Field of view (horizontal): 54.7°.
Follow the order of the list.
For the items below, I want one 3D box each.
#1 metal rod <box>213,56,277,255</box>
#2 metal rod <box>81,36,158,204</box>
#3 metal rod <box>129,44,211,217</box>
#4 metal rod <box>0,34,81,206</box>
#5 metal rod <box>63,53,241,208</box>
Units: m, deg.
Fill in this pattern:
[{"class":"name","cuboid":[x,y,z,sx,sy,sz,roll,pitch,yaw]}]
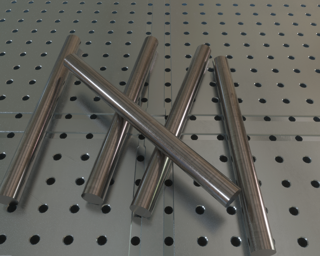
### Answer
[{"class":"metal rod","cuboid":[0.099,0.009,0.401,0.025,0.025,0.300,0,50,-1]},{"class":"metal rod","cuboid":[-0.045,-0.035,0.435,0.025,0.025,0.300,9,50,7]},{"class":"metal rod","cuboid":[0.026,-0.020,0.424,0.025,0.025,0.300,14,51,11]},{"class":"metal rod","cuboid":[-0.158,-0.035,0.434,0.025,0.025,0.300,3,50,2]},{"class":"metal rod","cuboid":[-0.028,-0.013,0.384,0.025,0.025,0.300,-35,59,-26]}]
